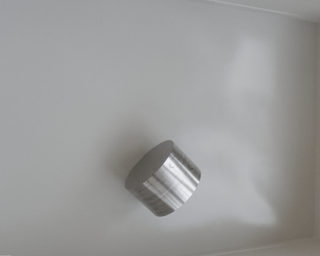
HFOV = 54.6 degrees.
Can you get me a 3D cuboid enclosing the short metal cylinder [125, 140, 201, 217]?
[{"bbox_3d":[0.003,0.061,0.382,0.050,0.080,0.080,46,76,-14],"label":"short metal cylinder"}]
